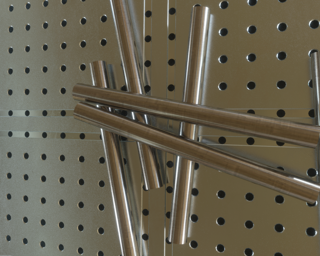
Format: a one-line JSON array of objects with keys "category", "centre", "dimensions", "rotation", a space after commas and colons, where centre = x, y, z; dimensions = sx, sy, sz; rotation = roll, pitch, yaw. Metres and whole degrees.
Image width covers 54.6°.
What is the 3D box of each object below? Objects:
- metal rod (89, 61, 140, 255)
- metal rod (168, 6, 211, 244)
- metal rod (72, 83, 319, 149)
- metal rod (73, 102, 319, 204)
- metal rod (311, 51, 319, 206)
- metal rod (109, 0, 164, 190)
[{"category": "metal rod", "centre": [-0.062, 0.054, 0.435], "dimensions": [0.025, 0.025, 0.299], "rotation": [-12, 86, 20]}, {"category": "metal rod", "centre": [0.037, -0.002, 0.399], "dimensions": [0.025, 0.025, 0.298], "rotation": [6, 92, 20]}, {"category": "metal rod", "centre": [0.027, -0.020, 0.375], "dimensions": [0.301, 0.025, 0.025], "rotation": [12, 94, 19]}, {"category": "metal rod", "centre": [0.032, 0.024, 0.374], "dimensions": [0.301, 0.025, 0.025], "rotation": [19, 96, 13]}, {"category": "metal rod", "centre": [0.191, 0.065, 0.345], "dimensions": [0.025, 0.025, 0.298], "rotation": [-3, 89, 20]}, {"category": "metal rod", "centre": [-0.036, -0.066, 0.425], "dimensions": [0.025, 0.025, 0.299], "rotation": [-13, 86, 19]}]
